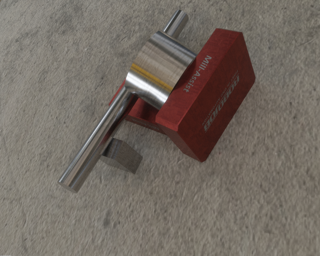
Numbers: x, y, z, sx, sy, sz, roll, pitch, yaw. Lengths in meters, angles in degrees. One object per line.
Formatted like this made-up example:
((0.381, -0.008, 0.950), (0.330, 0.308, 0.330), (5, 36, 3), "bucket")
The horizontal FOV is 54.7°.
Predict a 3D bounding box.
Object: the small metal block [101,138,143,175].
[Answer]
((-0.058, 0.033, 0.398), (0.050, 0.050, 0.025), (14, 69, 33), "small metal block")

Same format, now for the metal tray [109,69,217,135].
((0.003, -0.042, 0.425), (0.130, 0.030, 0.090), (20, 72, 35), "metal tray")

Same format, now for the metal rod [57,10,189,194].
((-0.034, -0.052, 0.404), (0.025, 0.025, 0.300), (11, 58, 32), "metal rod")

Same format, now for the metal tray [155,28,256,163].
((0.058, -0.035, 0.354), (0.030, 0.090, 0.130), (25, 75, 36), "metal tray")

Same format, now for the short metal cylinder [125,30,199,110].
((0.003, -0.065, 0.360), (0.050, 0.080, 0.080), (33, 78, 4), "short metal cylinder")
